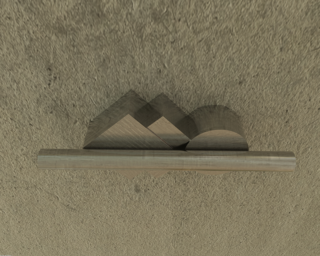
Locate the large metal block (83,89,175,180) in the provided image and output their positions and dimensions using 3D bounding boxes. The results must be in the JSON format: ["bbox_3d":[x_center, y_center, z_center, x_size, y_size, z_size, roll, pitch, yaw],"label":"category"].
[{"bbox_3d":[-0.038,0.011,0.399,0.080,0.050,0.080,-35,122,25],"label":"large metal block"}]

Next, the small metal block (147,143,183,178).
[{"bbox_3d":[0.006,0.032,0.421,0.050,0.050,0.025,-35,122,25],"label":"small metal block"}]

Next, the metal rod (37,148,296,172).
[{"bbox_3d":[0.009,0.039,0.374,0.302,0.025,0.025,1,130,-1],"label":"metal rod"}]

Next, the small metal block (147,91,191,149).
[{"bbox_3d":[0.011,-0.009,0.385,0.025,0.050,0.050,-35,122,26],"label":"small metal block"}]

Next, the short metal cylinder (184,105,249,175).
[{"bbox_3d":[0.070,0.016,0.406,0.081,0.050,0.079,0,130,0],"label":"short metal cylinder"}]
